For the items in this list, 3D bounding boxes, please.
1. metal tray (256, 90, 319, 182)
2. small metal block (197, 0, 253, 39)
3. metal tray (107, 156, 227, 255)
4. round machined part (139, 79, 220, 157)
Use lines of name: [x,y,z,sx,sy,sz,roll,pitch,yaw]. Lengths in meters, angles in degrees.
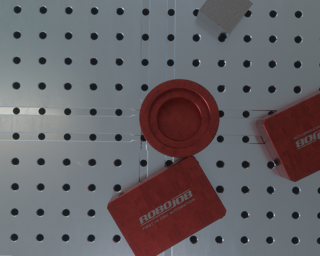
metal tray: [0.208,0.003,0.412,0.131,0.030,0.090,-26,90,0]
small metal block: [0.086,-0.157,0.414,0.050,0.025,0.050,38,90,0]
metal tray: [0.009,0.104,0.411,0.130,0.030,0.090,-30,90,0]
round machined part: [0.025,-0.010,0.400,0.099,0.042,0.097,0,83,3]
